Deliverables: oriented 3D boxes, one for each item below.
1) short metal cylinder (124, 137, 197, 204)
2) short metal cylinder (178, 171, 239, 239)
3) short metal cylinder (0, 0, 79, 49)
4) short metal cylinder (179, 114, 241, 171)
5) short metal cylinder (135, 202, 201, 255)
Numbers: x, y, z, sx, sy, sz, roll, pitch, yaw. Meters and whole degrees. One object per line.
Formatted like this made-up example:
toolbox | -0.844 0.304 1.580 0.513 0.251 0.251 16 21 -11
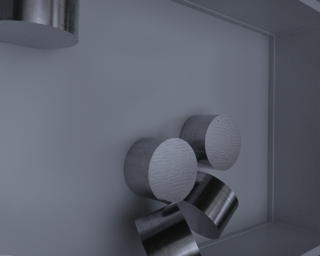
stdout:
short metal cylinder | 0.001 0.052 0.394 0.081 0.050 0.079 0 90 -40
short metal cylinder | 0.059 0.105 0.423 0.050 0.080 0.080 -48 119 -30
short metal cylinder | -0.114 -0.106 0.276 0.081 0.080 0.050 2 89 -40
short metal cylinder | 0.074 0.020 0.455 0.081 0.050 0.079 0 90 -40
short metal cylinder | 0.010 0.132 0.351 0.050 0.080 0.080 -22 107 -8
